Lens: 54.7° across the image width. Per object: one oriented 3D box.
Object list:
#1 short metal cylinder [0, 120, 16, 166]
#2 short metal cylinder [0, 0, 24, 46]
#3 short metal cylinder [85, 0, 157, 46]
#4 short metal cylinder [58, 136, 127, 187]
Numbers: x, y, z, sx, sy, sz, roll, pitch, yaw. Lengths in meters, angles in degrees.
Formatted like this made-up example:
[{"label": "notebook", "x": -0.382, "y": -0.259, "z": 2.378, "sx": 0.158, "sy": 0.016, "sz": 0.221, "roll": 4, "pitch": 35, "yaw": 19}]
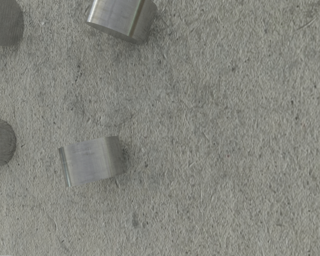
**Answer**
[{"label": "short metal cylinder", "x": -0.281, "y": 0.024, "z": 0.495, "sx": 0.080, "sy": 0.050, "sz": 0.080, "roll": 0, "pitch": 90, "yaw": 20}, {"label": "short metal cylinder", "x": -0.257, "y": -0.166, "z": 0.471, "sx": 0.050, "sy": 0.080, "sz": 0.079, "roll": 6, "pitch": 92, "yaw": 20}, {"label": "short metal cylinder", "x": -0.050, "y": -0.145, "z": 0.397, "sx": 0.080, "sy": 0.080, "sz": 0.050, "roll": 23, "pitch": 98, "yaw": 18}, {"label": "short metal cylinder", "x": -0.089, "y": 0.044, "z": 0.411, "sx": 0.080, "sy": 0.080, "sz": 0.050, "roll": -15, "pitch": 85, "yaw": 19}]
